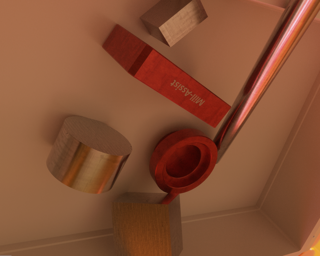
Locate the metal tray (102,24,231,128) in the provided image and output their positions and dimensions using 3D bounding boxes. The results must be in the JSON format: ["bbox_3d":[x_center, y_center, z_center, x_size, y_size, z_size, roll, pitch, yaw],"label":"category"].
[{"bbox_3d":[0.009,-0.055,0.338,0.131,0.090,0.030,28,103,-38],"label":"metal tray"}]

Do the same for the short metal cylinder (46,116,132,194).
[{"bbox_3d":[-0.079,0.029,0.349,0.081,0.080,0.050,17,109,-35],"label":"short metal cylinder"}]

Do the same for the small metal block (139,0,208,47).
[{"bbox_3d":[0.013,-0.118,0.328,0.050,0.050,0.025,-40,130,-2],"label":"small metal block"}]

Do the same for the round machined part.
[{"bbox_3d":[0.029,0.043,0.442,0.099,0.042,0.097,-14,124,-21],"label":"round machined part"}]

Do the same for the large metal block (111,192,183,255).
[{"bbox_3d":[-0.016,0.135,0.424,0.050,0.080,0.079,-12,99,-70],"label":"large metal block"}]

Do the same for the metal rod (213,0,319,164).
[{"bbox_3d":[0.102,-0.032,0.362,0.025,0.025,0.298,-18,153,-18],"label":"metal rod"}]
